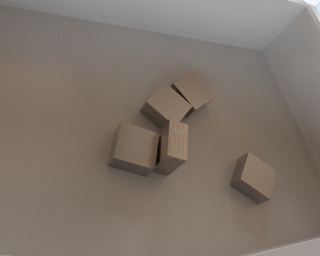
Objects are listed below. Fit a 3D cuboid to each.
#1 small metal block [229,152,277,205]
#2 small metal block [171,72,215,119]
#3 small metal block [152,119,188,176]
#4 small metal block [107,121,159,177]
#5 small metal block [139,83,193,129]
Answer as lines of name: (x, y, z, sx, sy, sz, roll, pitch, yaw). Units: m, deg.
small metal block: (0.132, 0.070, 0.436, 0.050, 0.025, 0.050, 35, 51, -5)
small metal block: (0.046, -0.050, 0.462, 0.050, 0.025, 0.050, -33, 80, -38)
small metal block: (0.011, 0.025, 0.382, 0.025, 0.050, 0.050, 18, 55, -19)
small metal block: (-0.031, 0.026, 0.374, 0.050, 0.025, 0.050, 19, 54, -18)
small metal block: (0.009, -0.027, 0.428, 0.050, 0.025, 0.050, 41, 51, 0)
